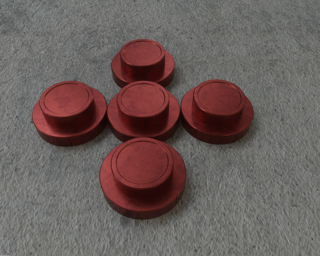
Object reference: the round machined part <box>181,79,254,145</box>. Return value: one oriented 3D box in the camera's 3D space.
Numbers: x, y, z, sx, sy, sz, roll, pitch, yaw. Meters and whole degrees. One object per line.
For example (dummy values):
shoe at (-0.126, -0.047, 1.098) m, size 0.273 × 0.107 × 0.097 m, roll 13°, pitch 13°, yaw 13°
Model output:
round machined part at (0.077, -0.028, 0.419) m, size 0.099 × 0.042 × 0.098 m, roll 0°, pitch 50°, yaw 0°

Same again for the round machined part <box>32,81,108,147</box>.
round machined part at (-0.120, -0.026, 0.414) m, size 0.099 × 0.042 × 0.098 m, roll 0°, pitch 50°, yaw 0°

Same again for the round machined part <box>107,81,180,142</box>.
round machined part at (-0.022, -0.026, 0.415) m, size 0.099 × 0.042 × 0.098 m, roll 0°, pitch 50°, yaw 0°

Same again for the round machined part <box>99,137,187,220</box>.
round machined part at (-0.019, 0.049, 0.352) m, size 0.099 × 0.042 × 0.098 m, roll 0°, pitch 50°, yaw 0°

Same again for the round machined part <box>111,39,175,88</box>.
round machined part at (-0.026, -0.101, 0.478) m, size 0.099 × 0.042 × 0.098 m, roll 0°, pitch 50°, yaw 0°
